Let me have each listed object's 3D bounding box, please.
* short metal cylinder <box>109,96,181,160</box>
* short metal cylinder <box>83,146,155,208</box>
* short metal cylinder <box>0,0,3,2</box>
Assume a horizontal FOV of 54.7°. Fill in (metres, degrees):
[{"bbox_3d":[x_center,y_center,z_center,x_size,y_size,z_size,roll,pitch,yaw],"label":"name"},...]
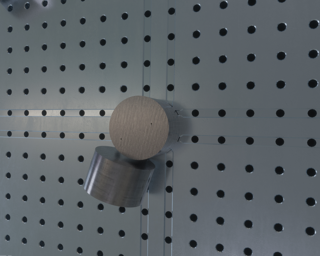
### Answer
[{"bbox_3d":[-0.019,0.000,0.406,0.080,0.050,0.079,0,90,20],"label":"short metal cylinder"},{"bbox_3d":[-0.052,0.061,0.402,0.080,0.080,0.050,21,97,18],"label":"short metal cylinder"},{"bbox_3d":[-0.271,-0.237,0.479,0.050,0.080,0.080,-30,81,18],"label":"short metal cylinder"}]
